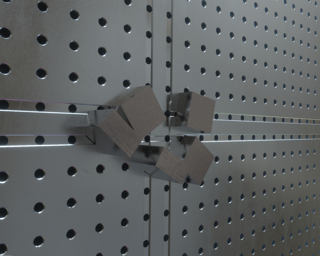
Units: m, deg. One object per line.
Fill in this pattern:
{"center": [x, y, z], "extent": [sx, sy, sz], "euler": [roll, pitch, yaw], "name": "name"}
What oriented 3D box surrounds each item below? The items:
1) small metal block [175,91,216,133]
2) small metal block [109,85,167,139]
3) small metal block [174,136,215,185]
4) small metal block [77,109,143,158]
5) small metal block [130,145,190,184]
{"center": [0.052, -0.021, 0.451], "extent": [0.050, 0.025, 0.050], "euler": [15, 81, -39], "name": "small metal block"}
{"center": [-0.026, -0.019, 0.386], "extent": [0.050, 0.025, 0.050], "euler": [-40, 114, -33], "name": "small metal block"}
{"center": [0.046, 0.047, 0.447], "extent": [0.050, 0.025, 0.050], "euler": [46, 63, -30], "name": "small metal block"}
{"center": [-0.056, 0.006, 0.345], "extent": [0.050, 0.050, 0.025], "euler": [49, 61, -29], "name": "small metal block"}
{"center": [0.000, 0.046, 0.392], "extent": [0.050, 0.050, 0.025], "euler": [39, 67, -33], "name": "small metal block"}
